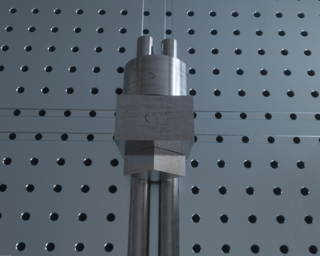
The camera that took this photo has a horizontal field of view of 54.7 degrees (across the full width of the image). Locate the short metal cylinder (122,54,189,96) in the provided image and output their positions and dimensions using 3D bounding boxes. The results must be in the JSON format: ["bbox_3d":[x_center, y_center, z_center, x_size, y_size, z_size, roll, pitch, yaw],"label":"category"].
[{"bbox_3d":[-0.005,-0.046,0.377,0.081,0.080,0.050,1,70,0],"label":"short metal cylinder"}]

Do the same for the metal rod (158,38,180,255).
[{"bbox_3d":[0.012,0.015,0.408,0.025,0.025,0.299,1,70,0],"label":"metal rod"}]

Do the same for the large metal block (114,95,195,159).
[{"bbox_3d":[-0.005,0.002,0.355,0.081,0.080,0.050,0,70,0],"label":"large metal block"}]

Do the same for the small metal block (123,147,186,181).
[{"bbox_3d":[-0.006,0.043,0.358,0.050,0.050,0.025,19,63,-42],"label":"small metal block"}]

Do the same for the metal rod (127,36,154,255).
[{"bbox_3d":[-0.023,0.011,0.409,0.025,0.025,0.299,1,70,0],"label":"metal rod"}]
